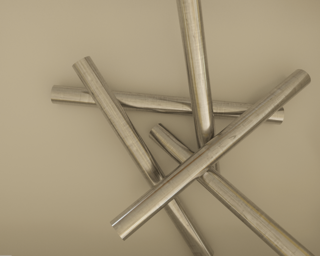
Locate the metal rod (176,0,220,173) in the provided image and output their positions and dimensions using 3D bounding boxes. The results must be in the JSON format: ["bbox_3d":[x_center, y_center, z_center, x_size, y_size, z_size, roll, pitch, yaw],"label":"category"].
[{"bbox_3d":[0.043,-0.064,0.350,0.025,0.025,0.298,-12,116,0],"label":"metal rod"}]

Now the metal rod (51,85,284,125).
[{"bbox_3d":[0.010,-0.031,0.411,0.302,0.025,0.025,5,90,-1],"label":"metal rod"}]

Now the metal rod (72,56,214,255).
[{"bbox_3d":[-0.018,0.045,0.395,0.025,0.025,0.299,-32,97,0],"label":"metal rod"}]

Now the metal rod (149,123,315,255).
[{"bbox_3d":[0.098,0.094,0.353,0.300,0.025,0.025,41,90,24],"label":"metal rod"}]

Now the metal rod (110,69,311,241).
[{"bbox_3d":[0.070,0.021,0.366,0.301,0.025,0.025,-37,90,-15],"label":"metal rod"}]
